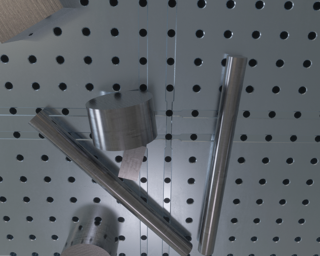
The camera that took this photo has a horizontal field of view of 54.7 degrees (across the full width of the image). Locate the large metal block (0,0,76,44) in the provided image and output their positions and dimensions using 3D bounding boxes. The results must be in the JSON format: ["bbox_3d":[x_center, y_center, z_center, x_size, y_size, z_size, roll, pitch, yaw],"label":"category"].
[{"bbox_3d":[-0.156,-0.151,0.343,0.080,0.050,0.080,-26,108,9],"label":"large metal block"}]

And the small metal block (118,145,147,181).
[{"bbox_3d":[-0.035,0.034,0.412,0.025,0.050,0.050,14,110,-5],"label":"small metal block"}]

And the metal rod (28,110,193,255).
[{"bbox_3d":[-0.061,0.087,0.444,0.025,0.025,0.300,-41,105,13],"label":"metal rod"}]

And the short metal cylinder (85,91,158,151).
[{"bbox_3d":[-0.046,-0.011,0.380,0.080,0.080,0.050,-6,110,2],"label":"short metal cylinder"}]

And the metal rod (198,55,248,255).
[{"bbox_3d":[0.083,0.051,0.433,0.025,0.025,0.298,4,110,-2],"label":"metal rod"}]

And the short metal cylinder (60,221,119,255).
[{"bbox_3d":[-0.106,0.190,0.469,0.081,0.050,0.079,0,110,0],"label":"short metal cylinder"}]
